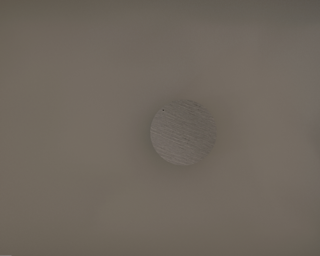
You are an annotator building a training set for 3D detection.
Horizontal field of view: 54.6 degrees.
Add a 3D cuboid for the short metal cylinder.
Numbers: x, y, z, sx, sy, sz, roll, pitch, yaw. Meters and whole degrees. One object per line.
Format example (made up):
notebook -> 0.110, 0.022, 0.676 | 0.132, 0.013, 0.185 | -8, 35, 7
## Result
short metal cylinder -> 0.029, 0.005, 0.399 | 0.080, 0.050, 0.080 | 0, 90, 0
